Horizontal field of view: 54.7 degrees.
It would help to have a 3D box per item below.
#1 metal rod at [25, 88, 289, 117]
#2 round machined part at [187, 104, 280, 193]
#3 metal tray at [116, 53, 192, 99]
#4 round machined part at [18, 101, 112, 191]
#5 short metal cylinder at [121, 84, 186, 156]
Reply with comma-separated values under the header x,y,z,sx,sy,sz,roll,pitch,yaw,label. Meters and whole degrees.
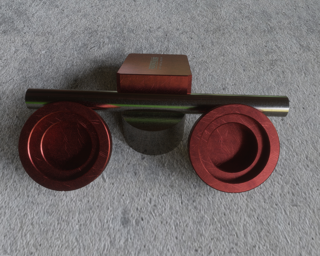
x,y,z,sx,sy,sz,roll,pitch,yaw,label
-0.004,-0.030,0.366,0.302,0.025,0.025,2,50,1,metal rod
0.080,0.021,0.354,0.099,0.042,0.097,0,93,0,round machined part
-0.005,-0.076,0.430,0.091,0.030,0.130,2,24,1,metal tray
-0.104,0.020,0.355,0.099,0.042,0.097,0,88,-1,round machined part
-0.008,-0.011,0.398,0.081,0.050,0.080,0,50,0,short metal cylinder
